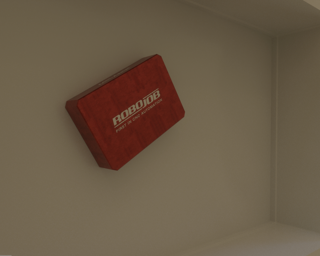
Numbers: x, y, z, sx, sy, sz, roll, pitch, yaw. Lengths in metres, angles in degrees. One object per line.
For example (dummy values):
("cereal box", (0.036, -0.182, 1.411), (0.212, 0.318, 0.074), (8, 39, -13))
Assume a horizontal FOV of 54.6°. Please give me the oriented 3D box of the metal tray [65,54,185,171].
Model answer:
("metal tray", (-0.035, -0.022, 0.373), (0.131, 0.030, 0.090), (-38, 113, -33))
